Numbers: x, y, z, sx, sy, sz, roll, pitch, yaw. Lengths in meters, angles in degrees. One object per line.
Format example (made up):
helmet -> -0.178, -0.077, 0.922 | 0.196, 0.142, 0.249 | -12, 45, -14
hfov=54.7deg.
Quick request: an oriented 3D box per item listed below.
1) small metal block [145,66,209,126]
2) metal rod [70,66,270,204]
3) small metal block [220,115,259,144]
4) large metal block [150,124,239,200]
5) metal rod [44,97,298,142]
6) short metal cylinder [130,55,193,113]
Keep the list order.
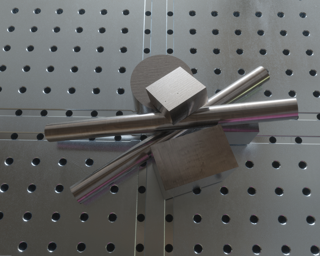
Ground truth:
small metal block -> 0.020, -0.038, 0.360 | 0.050, 0.025, 0.050 | -34, 51, -11
metal rod -> 0.021, 0.003, 0.408 | 0.301, 0.025, 0.025 | -33, 73, -11
small metal block -> 0.093, 0.002, 0.395 | 0.050, 0.050, 0.025 | 0, 70, 1
large metal block -> 0.036, 0.043, 0.362 | 0.081, 0.080, 0.050 | -17, 71, -6
metal rod -> 0.003, -0.008, 0.373 | 0.301, 0.025, 0.025 | -5, 70, 12
short metal cylinder -> 0.003, -0.050, 0.413 | 0.081, 0.050, 0.080 | 0, 69, 0
